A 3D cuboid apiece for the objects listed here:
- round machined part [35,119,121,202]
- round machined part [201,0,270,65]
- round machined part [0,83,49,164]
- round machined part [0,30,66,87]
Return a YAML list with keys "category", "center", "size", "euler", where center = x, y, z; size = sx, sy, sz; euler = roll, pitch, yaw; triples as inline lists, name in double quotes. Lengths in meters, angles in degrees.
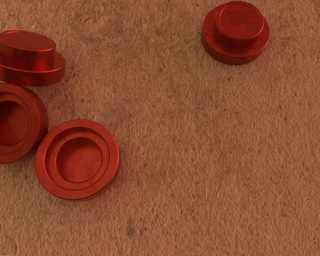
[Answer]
- category: "round machined part"
  center: [-0.098, 0.042, 0.383]
  size: [0.099, 0.042, 0.098]
  euler: [0, 70, 0]
- category: "round machined part"
  center: [0.112, -0.145, 0.453]
  size: [0.099, 0.042, 0.098]
  euler: [0, 70, 0]
- category: "round machined part"
  center: [-0.185, -0.005, 0.389]
  size: [0.098, 0.042, 0.097]
  euler: [0, 89, 9]
- category: "round machined part"
  center: [-0.174, -0.096, 0.405]
  size: [0.099, 0.042, 0.098]
  euler: [14, 30, -8]
